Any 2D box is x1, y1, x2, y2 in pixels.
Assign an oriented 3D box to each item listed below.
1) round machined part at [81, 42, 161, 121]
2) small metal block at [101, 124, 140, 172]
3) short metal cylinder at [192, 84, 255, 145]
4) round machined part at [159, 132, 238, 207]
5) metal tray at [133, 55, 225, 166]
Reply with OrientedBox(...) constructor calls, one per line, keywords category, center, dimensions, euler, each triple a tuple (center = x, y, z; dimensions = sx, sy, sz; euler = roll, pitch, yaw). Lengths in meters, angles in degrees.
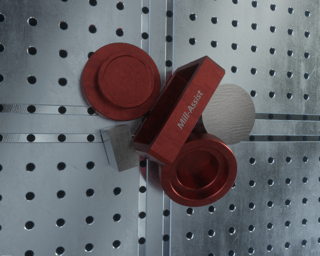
OrientedBox(category="round machined part", center=(-0.045, -0.057, 0.382), dimensions=(0.099, 0.042, 0.097), euler=(0, 90, -20))
OrientedBox(category="small metal block", center=(-0.050, 0.023, 0.377), dimensions=(0.025, 0.050, 0.050), euler=(-16, 96, -19))
OrientedBox(category="short metal cylinder", center=(0.082, -0.018, 0.425), dimensions=(0.081, 0.050, 0.079), euler=(0, 90, -20))
OrientedBox(category="round machined part", center=(0.047, 0.050, 0.405), dimensions=(0.099, 0.042, 0.097), euler=(-3, 111, -8))
OrientedBox(category="metal tray", center=(0.017, -0.021, 0.380), dimensions=(0.030, 0.090, 0.130), euler=(35, 79, -17))
